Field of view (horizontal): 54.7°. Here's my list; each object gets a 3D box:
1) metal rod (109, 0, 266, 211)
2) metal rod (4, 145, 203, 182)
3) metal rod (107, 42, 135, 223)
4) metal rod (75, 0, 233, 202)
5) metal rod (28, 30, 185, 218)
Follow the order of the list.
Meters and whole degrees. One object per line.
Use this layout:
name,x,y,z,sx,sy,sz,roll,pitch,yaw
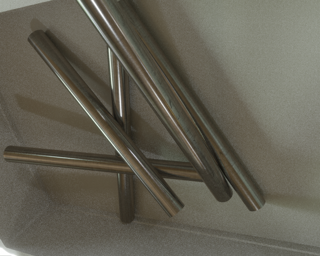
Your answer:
metal rod,0.039,-0.019,0.375,0.025,0.025,0.299,-28,104,37
metal rod,-0.082,0.050,0.441,0.301,0.025,0.025,4,121,11
metal rod,-0.054,0.027,0.451,0.025,0.025,0.298,14,124,20
metal rod,0.017,-0.006,0.313,0.025,0.025,0.300,-6,138,31
metal rod,-0.073,-0.009,0.408,0.300,0.025,0.025,51,129,4
